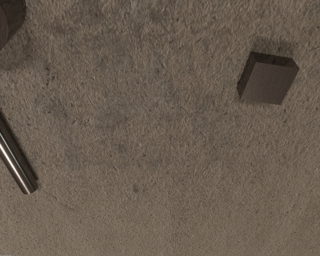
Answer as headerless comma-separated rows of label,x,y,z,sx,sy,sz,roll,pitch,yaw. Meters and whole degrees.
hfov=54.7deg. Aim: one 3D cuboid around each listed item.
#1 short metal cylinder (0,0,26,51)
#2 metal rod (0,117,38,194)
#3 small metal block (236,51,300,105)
short metal cylinder,-0.176,-0.113,0.292,0.081,0.050,0.079,0,130,0
metal rod,-0.218,-0.019,0.387,0.025,0.025,0.298,-5,130,3
small metal block,0.124,-0.057,0.361,0.050,0.025,0.050,7,130,-7
